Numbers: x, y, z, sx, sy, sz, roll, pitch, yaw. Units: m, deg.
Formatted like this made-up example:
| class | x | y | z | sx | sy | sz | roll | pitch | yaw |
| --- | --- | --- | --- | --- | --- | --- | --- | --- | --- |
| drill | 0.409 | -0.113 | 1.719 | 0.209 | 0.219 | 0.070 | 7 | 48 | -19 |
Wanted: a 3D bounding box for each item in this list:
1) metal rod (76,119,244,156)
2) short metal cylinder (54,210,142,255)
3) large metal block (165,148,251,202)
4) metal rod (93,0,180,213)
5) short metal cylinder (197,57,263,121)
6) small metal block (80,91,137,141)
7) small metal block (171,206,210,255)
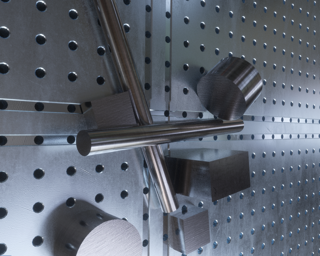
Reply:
| class | x | y | z | sx | sy | sz | roll | pitch | yaw |
| --- | --- | --- | --- | --- | --- | --- | --- | --- | --- |
| metal rod | 0.028 | 0.005 | 0.405 | 0.302 | 0.025 | 0.025 | -6 | 94 | -48 |
| short metal cylinder | -0.067 | 0.134 | 0.337 | 0.081 | 0.050 | 0.080 | 0 | 90 | -40 |
| large metal block | 0.066 | 0.060 | 0.429 | 0.081 | 0.080 | 0.050 | -8 | 96 | -40 |
| metal rod | -0.028 | -0.030 | 0.385 | 0.025 | 0.025 | 0.298 | -28 | 108 | -37 |
| short metal cylinder | 0.103 | -0.058 | 0.459 | 0.050 | 0.080 | 0.080 | -44 | 117 | -31 |
| small metal block | -0.058 | -0.012 | 0.360 | 0.050 | 0.025 | 0.050 | -22 | 104 | -38 |
| small metal block | 0.045 | 0.146 | 0.447 | 0.050 | 0.025 | 0.050 | -8 | 95 | -40 |
